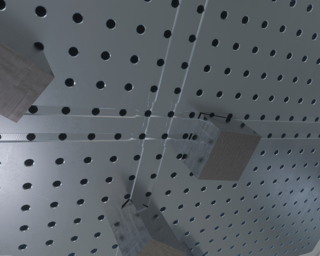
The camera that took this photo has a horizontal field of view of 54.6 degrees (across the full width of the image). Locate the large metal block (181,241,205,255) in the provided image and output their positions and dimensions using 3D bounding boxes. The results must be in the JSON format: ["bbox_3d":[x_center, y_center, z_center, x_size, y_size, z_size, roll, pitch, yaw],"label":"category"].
[{"bbox_3d":[0.049,0.275,0.591,0.080,0.050,0.080,-43,129,1],"label":"large metal block"}]

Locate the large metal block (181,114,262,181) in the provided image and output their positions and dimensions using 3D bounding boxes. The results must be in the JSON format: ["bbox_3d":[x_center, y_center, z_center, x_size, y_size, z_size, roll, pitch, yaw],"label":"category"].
[{"bbox_3d":[0.090,0.031,0.462,0.081,0.050,0.080,8,114,-32],"label":"large metal block"}]

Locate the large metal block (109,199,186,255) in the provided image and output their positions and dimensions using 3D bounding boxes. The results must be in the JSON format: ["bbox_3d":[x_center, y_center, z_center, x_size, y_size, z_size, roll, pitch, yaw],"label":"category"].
[{"bbox_3d":[-0.020,0.164,0.465,0.050,0.080,0.080,-47,129,5],"label":"large metal block"}]

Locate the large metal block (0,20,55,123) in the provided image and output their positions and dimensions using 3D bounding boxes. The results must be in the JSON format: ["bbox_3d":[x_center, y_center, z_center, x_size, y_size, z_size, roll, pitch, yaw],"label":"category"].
[{"bbox_3d":[-0.144,-0.060,0.260,0.050,0.080,0.080,-49,129,6],"label":"large metal block"}]
